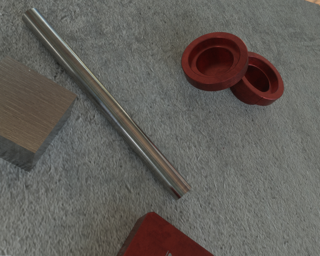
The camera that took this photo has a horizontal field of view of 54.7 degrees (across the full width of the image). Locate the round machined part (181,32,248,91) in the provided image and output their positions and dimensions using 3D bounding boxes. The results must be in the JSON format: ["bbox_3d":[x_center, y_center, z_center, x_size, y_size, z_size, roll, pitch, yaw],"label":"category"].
[{"bbox_3d":[0.085,-0.097,0.477,0.098,0.042,0.098,-8,60,14],"label":"round machined part"}]

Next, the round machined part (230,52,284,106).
[{"bbox_3d":[0.156,-0.078,0.524,0.099,0.042,0.098,14,56,-21],"label":"round machined part"}]

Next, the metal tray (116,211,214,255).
[{"bbox_3d":[-0.009,0.160,0.298,0.090,0.030,0.130,37,51,-3],"label":"metal tray"}]

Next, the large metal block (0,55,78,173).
[{"bbox_3d":[-0.145,-0.014,0.318,0.080,0.050,0.080,30,52,-9],"label":"large metal block"}]

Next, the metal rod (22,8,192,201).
[{"bbox_3d":[-0.070,-0.034,0.386,0.300,0.025,0.025,49,51,6],"label":"metal rod"}]
